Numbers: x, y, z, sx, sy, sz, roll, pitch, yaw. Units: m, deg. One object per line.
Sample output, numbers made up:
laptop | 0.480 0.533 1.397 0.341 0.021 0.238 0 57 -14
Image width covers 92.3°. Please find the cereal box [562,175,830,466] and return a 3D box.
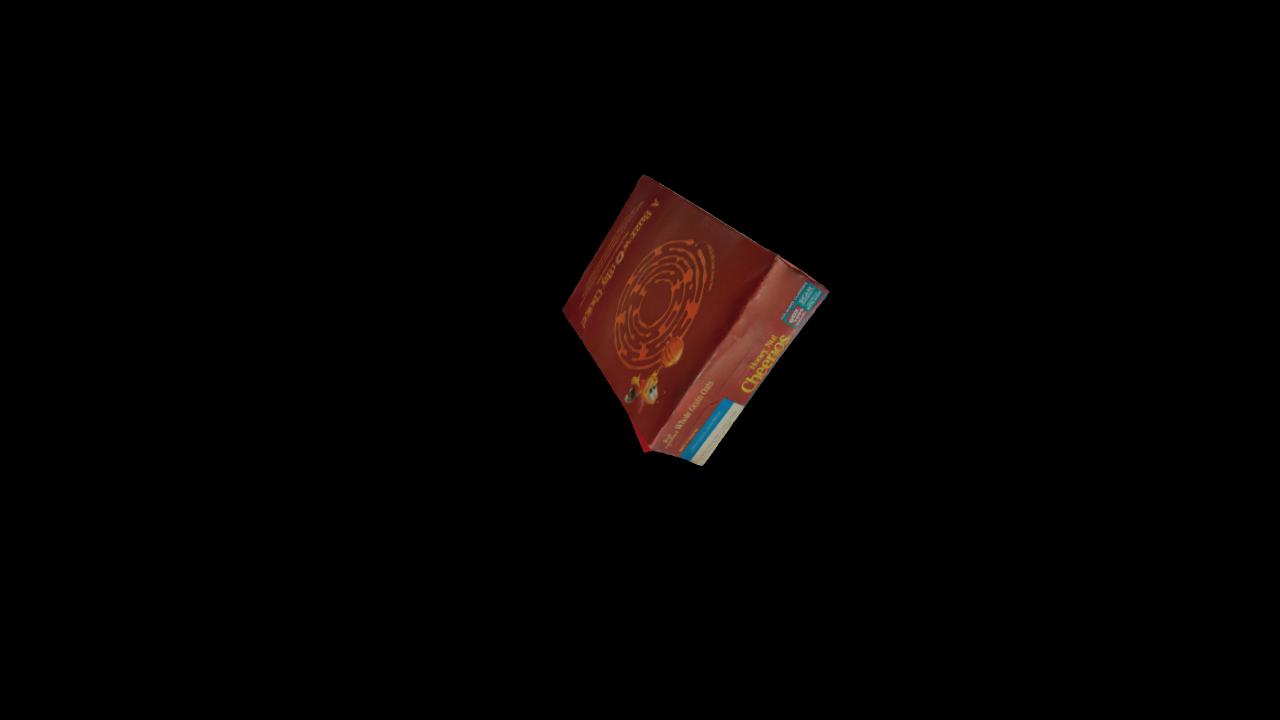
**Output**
cereal box | 0.033 -0.060 0.656 0.081 0.203 0.306 23 16 -34

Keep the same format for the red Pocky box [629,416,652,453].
red Pocky box | 0.021 0.042 0.753 0.083 0.155 0.028 -16 29 9
